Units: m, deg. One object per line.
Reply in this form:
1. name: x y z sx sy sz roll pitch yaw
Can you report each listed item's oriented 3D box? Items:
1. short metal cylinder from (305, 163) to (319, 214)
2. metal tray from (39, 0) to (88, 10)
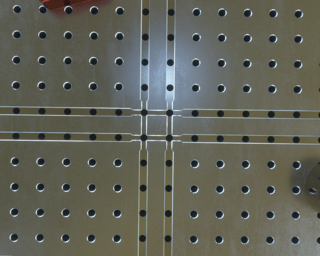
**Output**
1. short metal cylinder: 0.240 0.084 0.403 0.081 0.050 0.079 0 90 0
2. metal tray: -0.128 -0.234 0.410 0.090 0.030 0.129 -15 90 0
